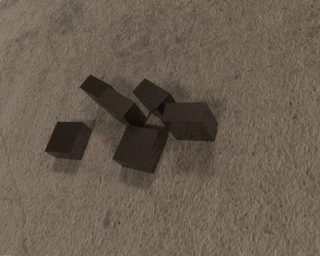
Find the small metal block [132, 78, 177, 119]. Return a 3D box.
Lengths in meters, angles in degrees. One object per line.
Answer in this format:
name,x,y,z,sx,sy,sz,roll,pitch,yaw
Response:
small metal block,-0.002,-0.033,0.408,0.025,0.050,0.050,-49,52,-6

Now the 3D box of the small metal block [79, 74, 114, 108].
small metal block,-0.083,-0.048,0.459,0.050,0.050,0.025,30,79,38

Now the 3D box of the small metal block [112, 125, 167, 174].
small metal block,-0.026,0.027,0.399,0.050,0.025,0.050,9,66,31

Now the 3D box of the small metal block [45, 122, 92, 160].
small metal block,-0.136,0.019,0.462,0.050,0.025,0.050,1,62,28

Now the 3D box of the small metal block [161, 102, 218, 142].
small metal block,0.037,-0.007,0.372,0.050,0.050,0.025,1,63,28

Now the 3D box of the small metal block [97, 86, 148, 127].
small metal block,-0.050,-0.024,0.423,0.050,0.050,0.025,32,80,29
